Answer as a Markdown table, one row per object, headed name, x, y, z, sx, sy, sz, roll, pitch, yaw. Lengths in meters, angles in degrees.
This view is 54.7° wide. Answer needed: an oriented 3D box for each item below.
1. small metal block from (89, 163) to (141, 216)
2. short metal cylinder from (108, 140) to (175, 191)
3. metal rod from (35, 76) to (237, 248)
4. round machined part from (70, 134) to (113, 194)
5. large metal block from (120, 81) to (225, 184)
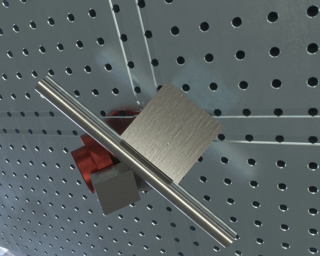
| name | x | y | z | sx | sy | sz | roll | pitch | yaw |
| --- | --- | --- | --- | --- | --- | --- | --- | --- | --- |
| small metal block | -0.058 | 0.077 | 0.401 | 0.025 | 0.050 | 0.050 | 40 | 146 | 57 |
| short metal cylinder | -0.025 | 0.040 | 0.428 | 0.080 | 0.050 | 0.079 | 13 | 124 | 21 |
| metal rod | -0.030 | 0.041 | 0.382 | 0.300 | 0.025 | 0.025 | 40 | 129 | 1 |
| round machined part | -0.095 | 0.056 | 0.447 | 0.098 | 0.042 | 0.098 | 54 | 160 | 30 |
| large metal block | 0.013 | 0.006 | 0.359 | 0.080 | 0.050 | 0.080 | 39 | 86 | 1 |
